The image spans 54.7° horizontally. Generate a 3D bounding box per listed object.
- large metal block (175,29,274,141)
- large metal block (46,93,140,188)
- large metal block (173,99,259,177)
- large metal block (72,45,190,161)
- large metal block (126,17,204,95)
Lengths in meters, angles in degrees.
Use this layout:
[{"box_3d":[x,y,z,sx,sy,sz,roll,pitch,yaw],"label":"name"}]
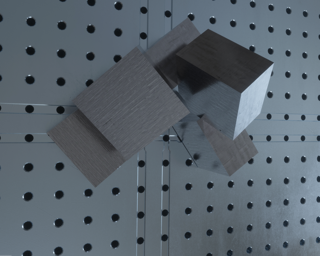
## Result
[{"box_3d":[0.065,-0.046,0.333,0.080,0.080,0.050,38,68,27],"label":"large metal block"},{"box_3d":[-0.076,0.011,0.371,0.080,0.050,0.080,-41,104,-16],"label":"large metal block"},{"box_3d":[0.069,0.011,0.408,0.050,0.080,0.080,-36,102,-17],"label":"large metal block"},{"box_3d":[-0.028,-0.028,0.320,0.080,0.050,0.080,-38,104,10],"label":"large metal block"},{"box_3d":[0.006,-0.081,0.385,0.080,0.080,0.050,-43,104,-15],"label":"large metal block"}]
